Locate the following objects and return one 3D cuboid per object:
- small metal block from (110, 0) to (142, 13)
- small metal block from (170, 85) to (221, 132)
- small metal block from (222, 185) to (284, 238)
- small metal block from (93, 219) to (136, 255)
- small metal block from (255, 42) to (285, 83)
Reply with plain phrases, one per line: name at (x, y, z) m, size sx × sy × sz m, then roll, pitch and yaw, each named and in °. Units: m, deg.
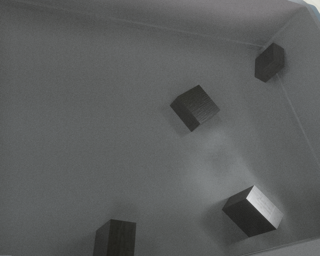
small metal block at (-0.058, -0.227, 0.517) m, size 0.050 × 0.025 × 0.050 m, roll 36°, pitch 51°, yaw -5°
small metal block at (0.052, -0.029, 0.453) m, size 0.050 × 0.025 × 0.050 m, roll -32°, pitch 80°, yaw -38°
small metal block at (0.116, 0.106, 0.389) m, size 0.050 × 0.050 × 0.025 m, roll 46°, pitch 51°, yaw 3°
small metal block at (-0.045, 0.119, 0.294) m, size 0.025 × 0.050 × 0.050 m, roll 15°, pitch 56°, yaw -20°
small metal block at (0.203, -0.121, 0.576) m, size 0.025 × 0.050 × 0.050 m, roll 25°, pitch 53°, yaw -14°
